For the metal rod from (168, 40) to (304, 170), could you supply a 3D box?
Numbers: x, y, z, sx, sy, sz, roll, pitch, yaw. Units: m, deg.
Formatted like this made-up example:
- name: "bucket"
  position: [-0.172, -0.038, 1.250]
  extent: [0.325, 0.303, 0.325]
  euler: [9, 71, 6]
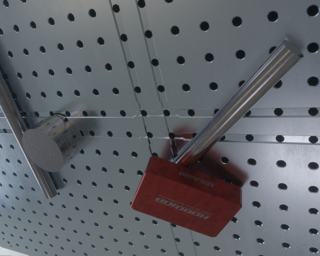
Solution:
- name: "metal rod"
  position: [0.057, 0.015, 0.390]
  extent: [0.025, 0.025, 0.298]
  euler: [39, 129, 2]

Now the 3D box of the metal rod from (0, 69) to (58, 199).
- name: "metal rod"
  position: [-0.246, -0.002, 0.539]
  extent: [0.025, 0.025, 0.298]
  euler: [-1, 118, 28]

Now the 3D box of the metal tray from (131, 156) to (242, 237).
- name: "metal tray"
  position: [0.034, 0.097, 0.427]
  extent: [0.131, 0.030, 0.089]
  euler: [20, 131, -3]

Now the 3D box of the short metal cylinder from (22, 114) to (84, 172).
- name: "short metal cylinder"
  position: [-0.172, 0.024, 0.501]
  extent: [0.080, 0.050, 0.079]
  euler: [13, 124, 21]
